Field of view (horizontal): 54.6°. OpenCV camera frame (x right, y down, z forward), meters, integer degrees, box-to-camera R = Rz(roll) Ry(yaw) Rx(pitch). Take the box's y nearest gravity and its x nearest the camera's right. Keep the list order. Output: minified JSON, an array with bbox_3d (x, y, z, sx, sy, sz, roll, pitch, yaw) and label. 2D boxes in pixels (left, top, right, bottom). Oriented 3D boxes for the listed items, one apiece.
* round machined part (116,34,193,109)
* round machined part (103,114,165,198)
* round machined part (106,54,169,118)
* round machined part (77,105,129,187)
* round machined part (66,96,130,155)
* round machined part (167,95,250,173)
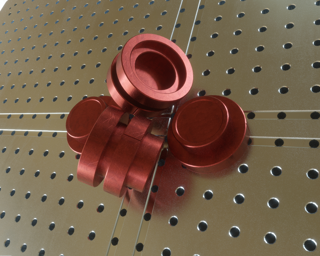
[{"bbox_3d":[-0.010,-0.069,0.401,0.042,0.099,0.098,-41,35,56],"label":"round machined part"},{"bbox_3d":[-0.026,0.037,0.365,0.042,0.098,0.098,23,71,3],"label":"round machined part"},{"bbox_3d":[-0.026,-0.058,0.426,0.042,0.099,0.098,-41,35,56],"label":"round machined part"},{"bbox_3d":[-0.056,0.026,0.370,0.042,0.098,0.098,22,71,3],"label":"round machined part"},{"bbox_3d":[-0.097,-0.007,0.453,0.098,0.042,0.098,-13,56,21],"label":"round machined part"},{"bbox_3d":[0.053,0.001,0.370,0.098,0.042,0.098,-13,56,21],"label":"round machined part"}]
